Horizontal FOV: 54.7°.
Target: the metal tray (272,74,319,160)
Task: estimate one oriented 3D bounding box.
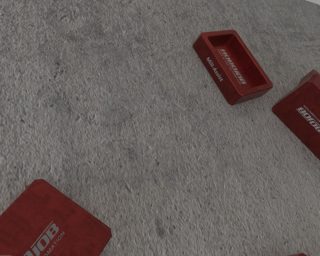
[{"bbox_3d":[0.264,-0.014,0.512,0.130,0.090,0.030,47,51,4],"label":"metal tray"}]

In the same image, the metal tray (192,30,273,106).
[{"bbox_3d":[0.125,-0.108,0.532,0.091,0.030,0.130,-17,71,-35],"label":"metal tray"}]

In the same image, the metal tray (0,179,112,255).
[{"bbox_3d":[-0.115,0.120,0.265,0.090,0.030,0.130,38,51,-3],"label":"metal tray"}]

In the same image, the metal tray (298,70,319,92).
[{"bbox_3d":[0.300,-0.048,0.585,0.090,0.030,0.131,44,47,2],"label":"metal tray"}]

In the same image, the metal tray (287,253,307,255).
[{"bbox_3d":[0.160,0.223,0.350,0.091,0.030,0.130,-10,67,-32],"label":"metal tray"}]
